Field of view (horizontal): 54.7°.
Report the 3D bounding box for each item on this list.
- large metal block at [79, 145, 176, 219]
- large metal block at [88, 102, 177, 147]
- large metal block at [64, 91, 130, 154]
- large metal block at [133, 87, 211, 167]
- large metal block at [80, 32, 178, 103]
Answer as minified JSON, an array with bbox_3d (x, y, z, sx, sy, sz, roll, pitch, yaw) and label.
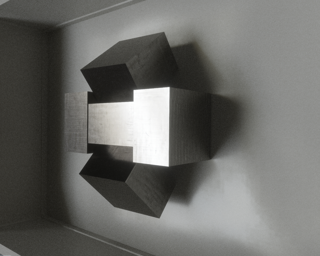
[{"bbox_3d":[-0.040,0.065,0.393,0.080,0.080,0.050,1,49,39],"label":"large metal block"},{"bbox_3d":[-0.034,-0.005,0.398,0.080,0.081,0.050,1,91,40],"label":"large metal block"},{"bbox_3d":[-0.086,-0.007,0.441,0.050,0.081,0.080,1,91,40],"label":"large metal block"},{"bbox_3d":[0.016,-0.002,0.357,0.050,0.081,0.080,1,91,40],"label":"large metal block"},{"bbox_3d":[-0.037,-0.075,0.392,0.080,0.080,0.050,2,129,40],"label":"large metal block"}]
